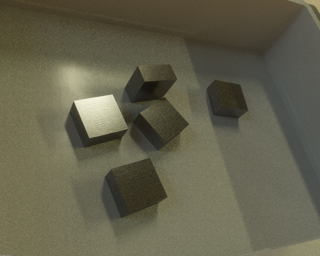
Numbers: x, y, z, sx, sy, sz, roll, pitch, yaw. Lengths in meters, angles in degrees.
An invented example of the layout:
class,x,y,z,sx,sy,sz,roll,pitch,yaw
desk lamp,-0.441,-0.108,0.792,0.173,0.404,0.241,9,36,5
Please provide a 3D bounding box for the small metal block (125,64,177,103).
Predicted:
class,x,y,z,sx,sy,sz,roll,pitch,yaw
small metal block,-0.013,-0.060,0.421,0.050,0.050,0.025,-10,67,-33

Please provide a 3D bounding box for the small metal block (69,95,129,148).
class,x,y,z,sx,sy,sz,roll,pitch,yaw
small metal block,-0.074,-0.009,0.373,0.050,0.025,0.050,-15,69,-34

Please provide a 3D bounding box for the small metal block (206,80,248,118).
class,x,y,z,sx,sy,sz,roll,pitch,yaw
small metal block,0.107,-0.046,0.493,0.050,0.025,0.050,6,59,-26

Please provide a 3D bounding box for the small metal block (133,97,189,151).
class,x,y,z,sx,sy,sz,roll,pitch,yaw
small metal block,0.002,-0.006,0.412,0.050,0.025,0.050,49,51,6

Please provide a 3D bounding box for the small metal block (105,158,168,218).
class,x,y,z,sx,sy,sz,roll,pitch,yaw
small metal block,-0.027,0.067,0.351,0.050,0.025,0.050,-13,69,-34
